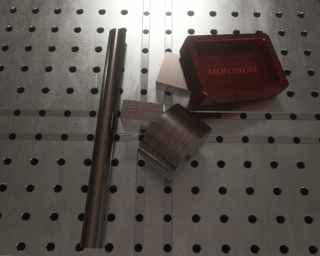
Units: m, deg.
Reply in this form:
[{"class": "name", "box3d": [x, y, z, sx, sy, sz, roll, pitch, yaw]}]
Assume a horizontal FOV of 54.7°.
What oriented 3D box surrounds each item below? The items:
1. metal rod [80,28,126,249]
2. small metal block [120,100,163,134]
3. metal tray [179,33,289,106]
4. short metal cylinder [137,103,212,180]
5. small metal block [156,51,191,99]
[{"class": "metal rod", "box3d": [-0.072, -0.001, 0.411, 0.025, 0.025, 0.299, 3, 70, 1]}, {"class": "small metal block", "box3d": [-0.022, -0.013, 0.403, 0.050, 0.050, 0.025, 6, 70, 2]}, {"class": "metal tray", "box3d": [0.101, -0.083, 0.424, 0.131, 0.030, 0.090, -8, 70, -18]}, {"class": "short metal cylinder", "box3d": [0.018, 0.017, 0.377, 0.050, 0.080, 0.080, 40, 75, 13]}, {"class": "small metal block", "box3d": [0.026, -0.075, 0.440, 0.050, 0.025, 0.050, 17, 71, 5]}]
